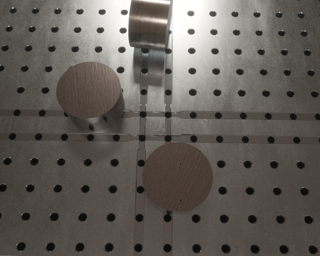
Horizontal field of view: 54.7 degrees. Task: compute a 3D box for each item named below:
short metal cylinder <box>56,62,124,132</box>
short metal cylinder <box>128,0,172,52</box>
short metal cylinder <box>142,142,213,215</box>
[{"bbox_3d":[-0.090,-0.041,0.412,0.081,0.050,0.080,0,70,0],"label":"short metal cylinder"},{"bbox_3d":[-0.012,-0.152,0.438,0.050,0.080,0.080,8,70,3],"label":"short metal cylinder"},{"bbox_3d":[0.020,0.063,0.376,0.081,0.050,0.080,0,70,0],"label":"short metal cylinder"}]
